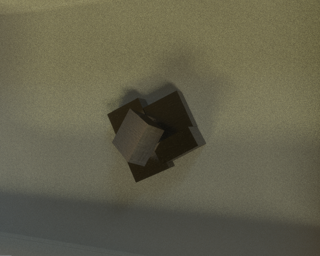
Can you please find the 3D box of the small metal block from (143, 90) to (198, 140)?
[{"bbox_3d":[0.014,-0.014,0.403,0.050,0.025,0.050,-26,82,17],"label":"small metal block"}]

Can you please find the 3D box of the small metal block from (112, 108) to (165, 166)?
[{"bbox_3d":[-0.028,0.011,0.378,0.050,0.025,0.050,40,105,50],"label":"small metal block"}]

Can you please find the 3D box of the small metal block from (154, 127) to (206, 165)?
[{"bbox_3d":[0.025,0.021,0.386,0.050,0.050,0.025,-29,81,16],"label":"small metal block"}]

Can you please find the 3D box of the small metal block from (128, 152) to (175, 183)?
[{"bbox_3d":[-0.016,0.039,0.414,0.050,0.025,0.050,-26,82,17],"label":"small metal block"}]

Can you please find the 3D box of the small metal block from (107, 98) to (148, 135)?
[{"bbox_3d":[-0.036,-0.007,0.421,0.050,0.025,0.050,-26,82,17],"label":"small metal block"}]
